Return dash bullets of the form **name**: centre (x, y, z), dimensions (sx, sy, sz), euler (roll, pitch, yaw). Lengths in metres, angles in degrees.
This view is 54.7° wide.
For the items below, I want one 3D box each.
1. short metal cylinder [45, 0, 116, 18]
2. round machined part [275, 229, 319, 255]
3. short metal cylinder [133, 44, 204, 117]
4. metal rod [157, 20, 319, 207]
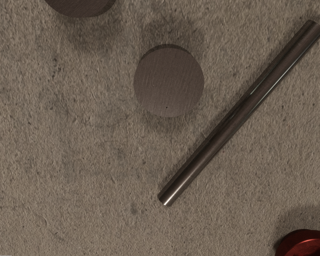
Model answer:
- **short metal cylinder**: centre (-0.086, -0.162, 0.336), dimensions (0.081, 0.050, 0.079), euler (0, 110, -1)
- **round machined part**: centre (0.225, 0.196, 0.476), dimensions (0.099, 0.042, 0.097), euler (0, 110, -1)
- **short metal cylinder**: centre (0.010, -0.059, 0.375), dimensions (0.081, 0.050, 0.079), euler (0, 110, -1)
- **metal rod**: centre (0.096, -0.008, 0.408), dimensions (0.025, 0.025, 0.299), euler (35, 106, -12)
